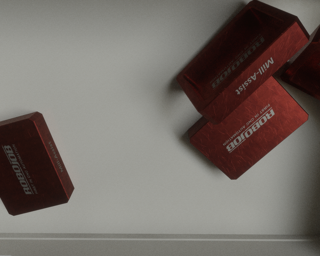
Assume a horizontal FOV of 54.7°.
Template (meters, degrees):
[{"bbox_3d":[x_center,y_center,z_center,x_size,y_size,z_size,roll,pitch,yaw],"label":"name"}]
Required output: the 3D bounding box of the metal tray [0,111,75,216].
[{"bbox_3d":[-0.185,0.051,0.425,0.090,0.030,0.129,-15,110,5],"label":"metal tray"}]

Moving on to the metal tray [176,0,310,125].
[{"bbox_3d":[0.084,-0.076,0.347,0.130,0.090,0.030,-44,124,14],"label":"metal tray"}]

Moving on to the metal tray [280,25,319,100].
[{"bbox_3d":[0.212,-0.053,0.340,0.130,0.090,0.030,30,76,7],"label":"metal tray"}]

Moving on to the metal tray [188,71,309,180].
[{"bbox_3d":[0.113,-0.004,0.409,0.090,0.030,0.130,42,104,-14],"label":"metal tray"}]
